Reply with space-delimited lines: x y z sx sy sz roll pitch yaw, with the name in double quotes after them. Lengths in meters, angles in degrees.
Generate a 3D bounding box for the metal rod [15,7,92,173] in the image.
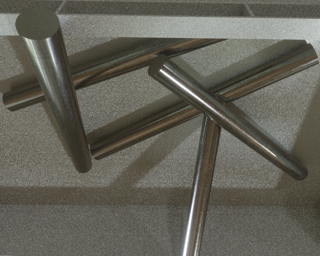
-0.093 -0.004 0.321 0.025 0.025 0.299 6 156 -6 "metal rod"

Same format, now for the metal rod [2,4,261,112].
-0.042 -0.073 0.346 0.301 0.025 0.025 -16 128 13 "metal rod"

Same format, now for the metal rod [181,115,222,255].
0.049 0.125 0.422 0.025 0.025 0.298 7 100 -6 "metal rod"

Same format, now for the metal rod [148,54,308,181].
0.104 0.003 0.386 0.301 0.025 0.025 31 124 -33 "metal rod"

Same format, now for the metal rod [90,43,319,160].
0.039 -0.024 0.388 0.300 0.025 0.025 -24 126 19 "metal rod"
